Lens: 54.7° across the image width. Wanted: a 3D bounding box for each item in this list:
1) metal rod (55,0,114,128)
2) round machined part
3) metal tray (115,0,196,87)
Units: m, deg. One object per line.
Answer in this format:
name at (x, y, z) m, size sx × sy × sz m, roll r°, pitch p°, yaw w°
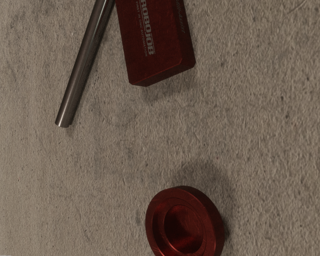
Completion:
metal rod at (-0.112, -0.134, 0.494) m, size 0.025 × 0.025 × 0.298 m, roll 38°, pitch 113°, yaw 33°
round machined part at (0.033, 0.117, 0.365) m, size 0.098 × 0.042 × 0.097 m, roll 0°, pitch 90°, yaw 39°
metal tray at (-0.009, -0.129, 0.407) m, size 0.090 × 0.030 × 0.129 m, roll -17°, pitch 80°, yaw 38°
